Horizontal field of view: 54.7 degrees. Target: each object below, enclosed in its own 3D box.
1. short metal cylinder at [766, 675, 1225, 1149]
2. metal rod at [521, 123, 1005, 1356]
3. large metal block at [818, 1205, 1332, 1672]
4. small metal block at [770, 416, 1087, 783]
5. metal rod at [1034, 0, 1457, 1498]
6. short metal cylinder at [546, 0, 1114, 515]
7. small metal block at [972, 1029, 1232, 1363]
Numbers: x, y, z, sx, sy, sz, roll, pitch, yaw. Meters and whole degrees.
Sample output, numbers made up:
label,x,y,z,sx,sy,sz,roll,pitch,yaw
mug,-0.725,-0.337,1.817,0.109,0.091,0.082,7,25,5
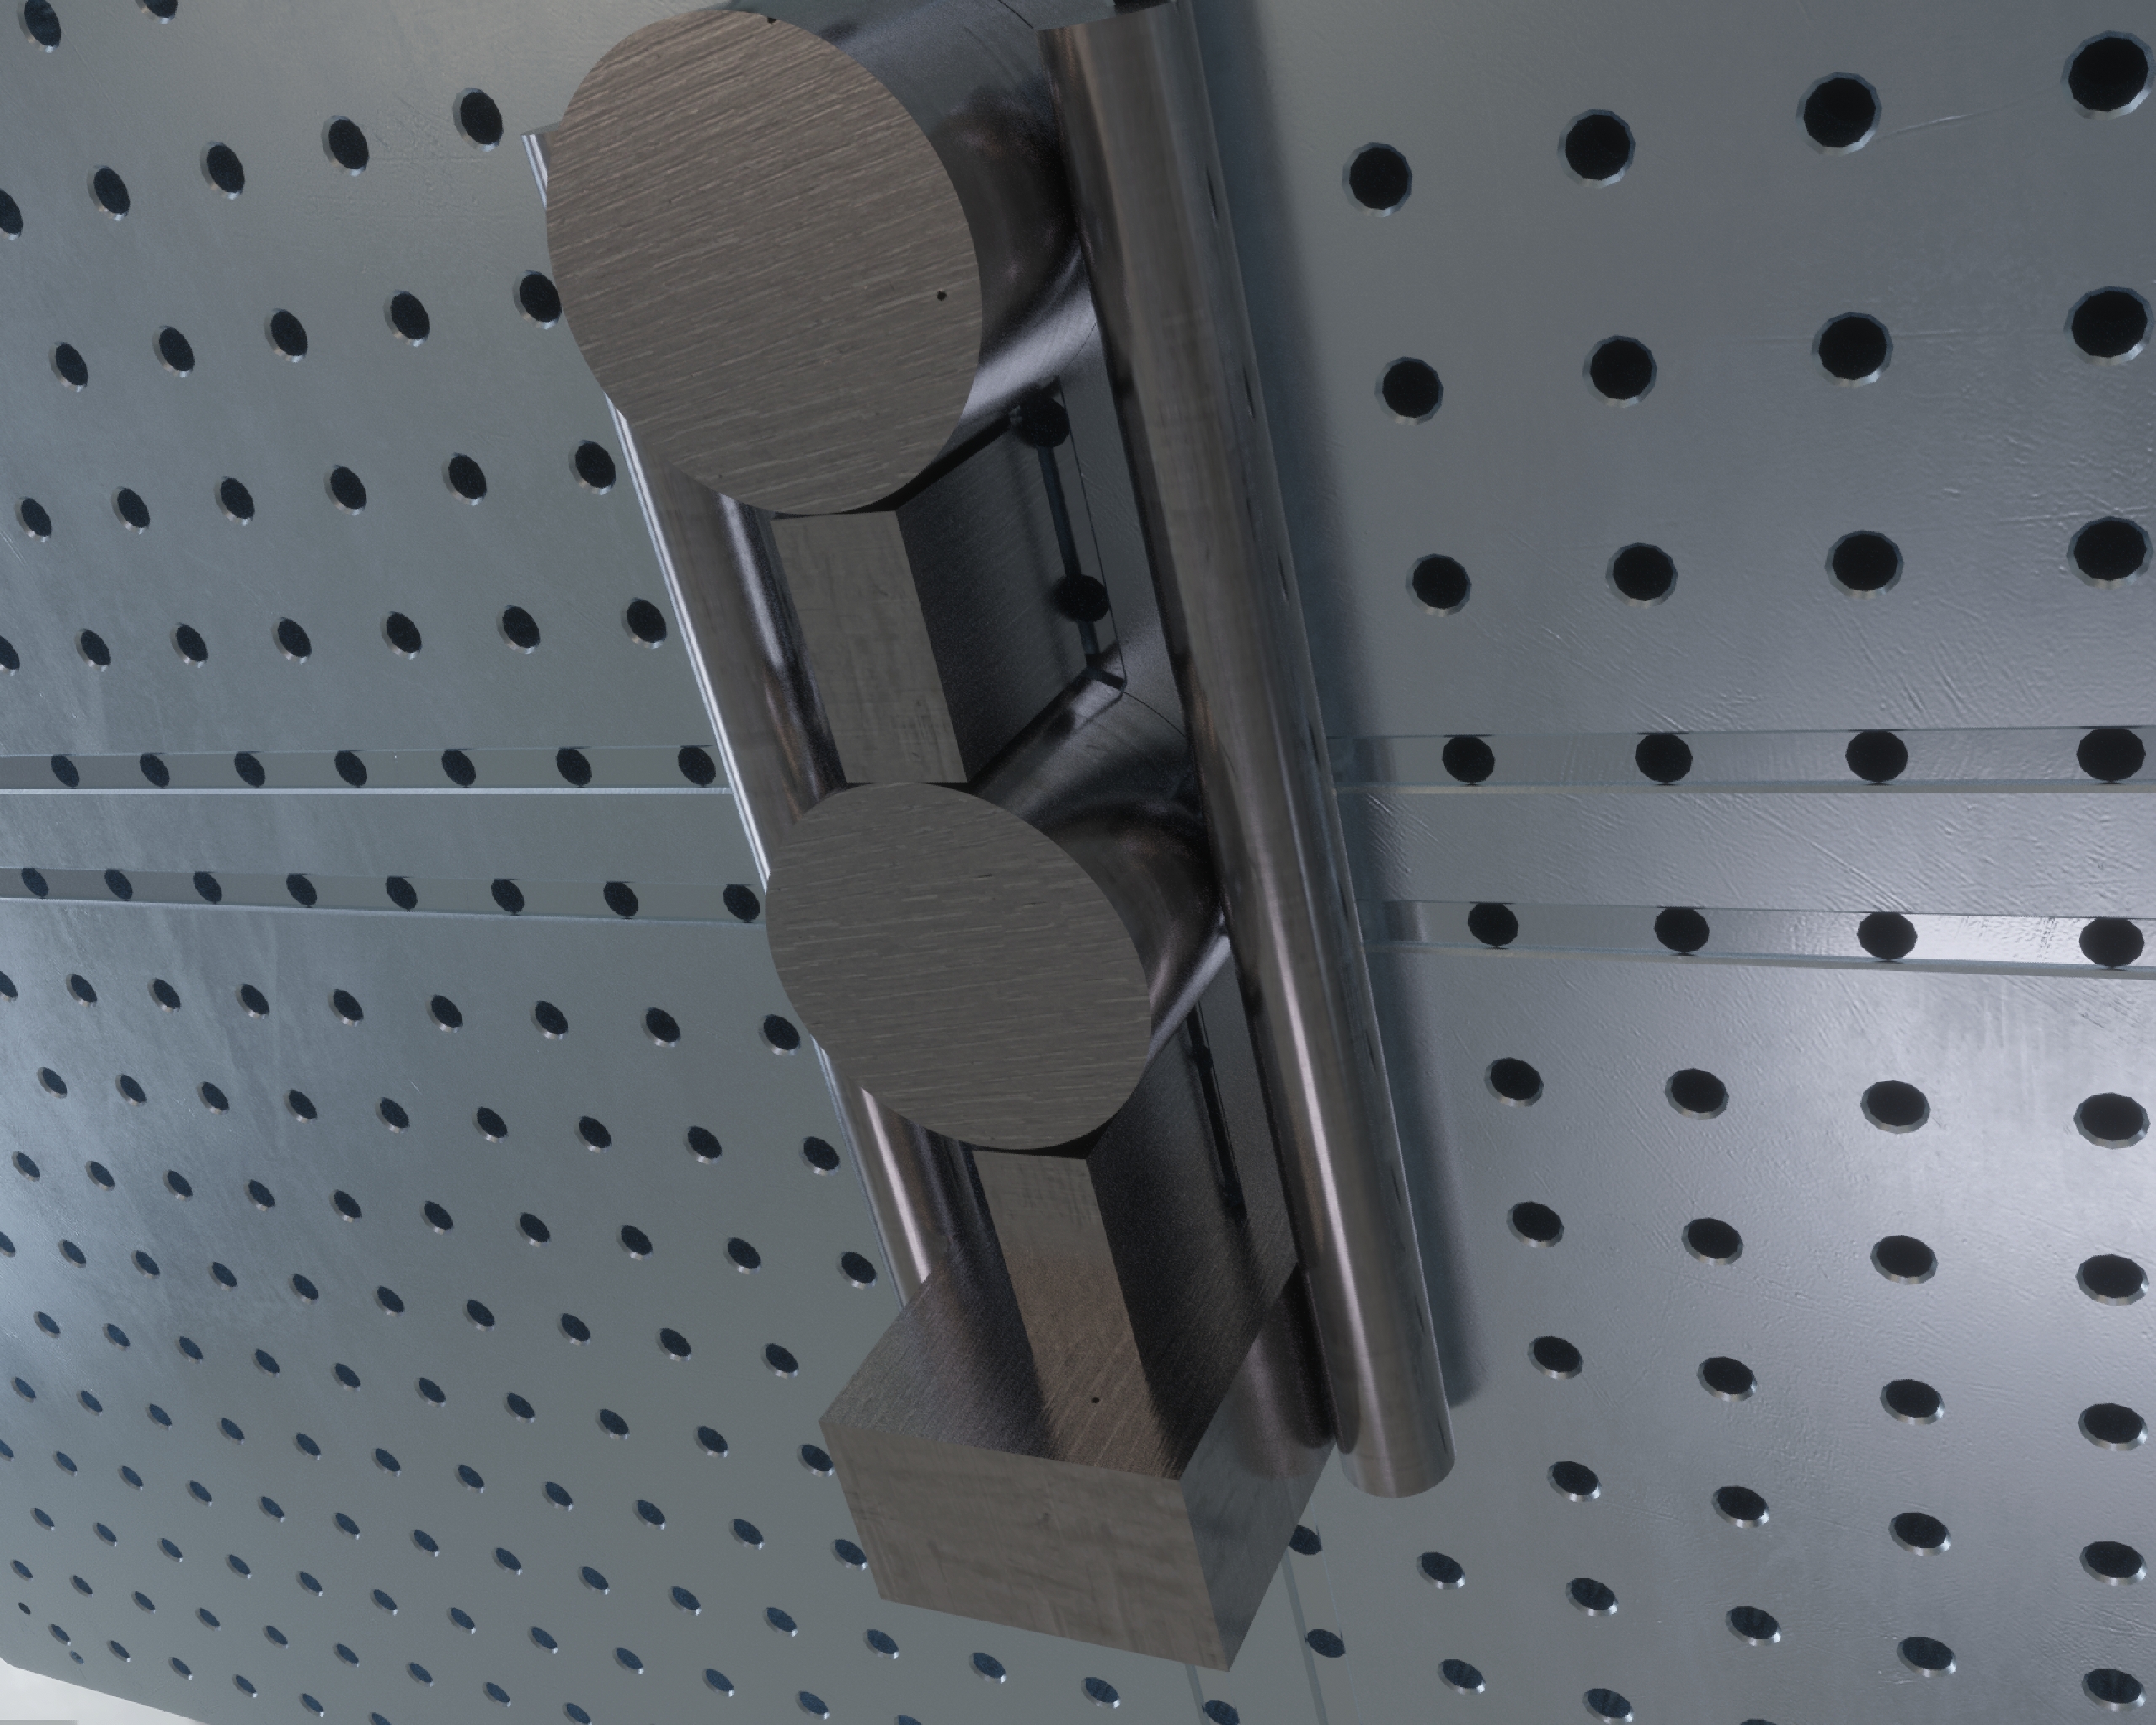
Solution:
label,x,y,z,sx,sy,sz,roll,pitch,yaw
short metal cylinder,-0.013,0.009,0.407,0.080,0.050,0.079,13,124,21
metal rod,-0.055,-0.003,0.438,0.025,0.025,0.298,1,119,28
large metal block,0.005,0.116,0.445,0.080,0.080,0.050,1,119,28
small metal block,-0.025,-0.048,0.377,0.025,0.050,0.050,1,119,28
metal rod,0.037,-0.002,0.389,0.025,0.025,0.298,1,119,28
short metal cylinder,-0.041,-0.105,0.351,0.080,0.050,0.079,13,124,21
small metal block,0.006,0.066,0.431,0.025,0.050,0.050,0,119,28
